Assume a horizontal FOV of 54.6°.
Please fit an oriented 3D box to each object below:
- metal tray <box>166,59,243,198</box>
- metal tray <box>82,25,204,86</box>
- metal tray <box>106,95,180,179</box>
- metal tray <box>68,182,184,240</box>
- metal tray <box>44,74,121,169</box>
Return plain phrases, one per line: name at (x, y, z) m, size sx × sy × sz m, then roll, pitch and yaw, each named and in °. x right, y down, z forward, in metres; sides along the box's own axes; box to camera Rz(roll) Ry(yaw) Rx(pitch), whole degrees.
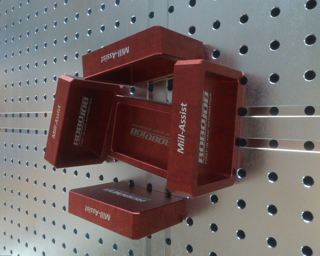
metal tray at (0.050, 0.000, 0.326) m, size 0.030 × 0.091 × 0.129 m, roll 6°, pitch 94°, yaw 40°
metal tray at (-0.022, -0.083, 0.386) m, size 0.130 × 0.091 × 0.030 m, roll -8°, pitch 85°, yaw 40°
metal tray at (-0.014, 0.009, 0.418) m, size 0.130 × 0.030 × 0.089 m, roll 15°, pitch 99°, yaw 39°
metal tray at (-0.046, 0.102, 0.406) m, size 0.130 × 0.091 × 0.030 m, roll 5°, pitch 94°, yaw 40°
metal tray at (-0.114, -0.008, 0.462) m, size 0.030 × 0.091 × 0.129 m, roll 23°, pitch 105°, yaw 38°
